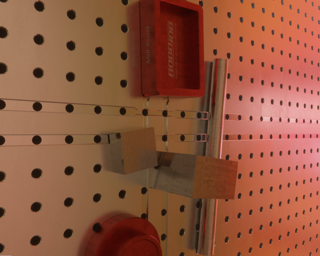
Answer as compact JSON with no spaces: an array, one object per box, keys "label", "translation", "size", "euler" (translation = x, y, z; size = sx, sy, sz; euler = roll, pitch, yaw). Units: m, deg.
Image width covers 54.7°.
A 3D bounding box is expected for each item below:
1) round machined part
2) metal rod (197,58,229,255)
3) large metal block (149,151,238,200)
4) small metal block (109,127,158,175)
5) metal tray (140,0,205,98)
[{"label":"round machined part","translation":[-0.036,0.157,0.370],"size":[0.099,0.042,0.097],"euler":[0,90,-40]},{"label":"metal rod","translation":[0.083,0.041,0.481],"size":[0.025,0.025,0.298],"euler":[9,84,-40]},{"label":"large metal block","translation":[0.044,0.062,0.413],"size":[0.081,0.080,0.050],"euler":[13,82,-40]},{"label":"small metal block","translation":[-0.032,0.027,0.384],"size":[0.050,0.025,0.050],"euler":[-10,97,-40]},{"label":"metal tray","translation":[0.019,-0.107,0.423],"size":[0.091,0.030,0.129],"euler":[-3,92,-40]}]
